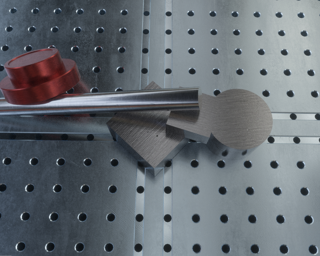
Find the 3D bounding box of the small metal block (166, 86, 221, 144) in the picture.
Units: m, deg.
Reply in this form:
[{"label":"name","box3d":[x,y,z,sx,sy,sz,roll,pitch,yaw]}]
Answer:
[{"label":"small metal block","box3d":[0.039,-0.015,0.362,0.050,0.025,0.050,18,71,6]}]

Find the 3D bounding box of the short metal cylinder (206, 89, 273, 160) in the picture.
[{"label":"short metal cylinder","box3d":[0.097,-0.004,0.401,0.081,0.050,0.080,0,70,0]}]

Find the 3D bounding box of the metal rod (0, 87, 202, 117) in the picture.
[{"label":"metal rod","box3d":[-0.101,-0.029,0.375,0.301,0.025,0.025,-1,69,17]}]

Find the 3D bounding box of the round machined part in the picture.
[{"label":"round machined part","box3d":[-0.157,-0.072,0.398,0.099,0.042,0.098,-9,31,6]}]

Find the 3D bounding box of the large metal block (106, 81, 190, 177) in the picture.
[{"label":"large metal block","box3d":[-0.008,0.001,0.395,0.080,0.050,0.080,42,75,13]}]
